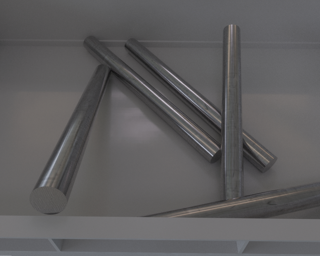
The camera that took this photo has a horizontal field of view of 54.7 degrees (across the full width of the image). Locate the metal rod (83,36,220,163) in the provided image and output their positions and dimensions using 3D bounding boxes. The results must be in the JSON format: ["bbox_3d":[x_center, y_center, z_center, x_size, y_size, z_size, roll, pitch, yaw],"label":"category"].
[{"bbox_3d":[-0.024,-0.056,0.451,0.025,0.025,0.300,-32,57,-24],"label":"metal rod"}]

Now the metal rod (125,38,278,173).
[{"bbox_3d":[0.041,-0.048,0.445,0.025,0.025,0.300,-30,56,-23],"label":"metal rod"}]

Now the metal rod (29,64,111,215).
[{"bbox_3d":[-0.082,-0.018,0.346,0.025,0.025,0.300,-2,27,-2],"label":"metal rod"}]

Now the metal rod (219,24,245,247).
[{"bbox_3d":[0.088,-0.013,0.381,0.025,0.025,0.300,5,61,4],"label":"metal rod"}]

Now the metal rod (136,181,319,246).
[{"bbox_3d":[0.126,0.074,0.314,0.302,0.025,0.025,-6,50,-17],"label":"metal rod"}]
